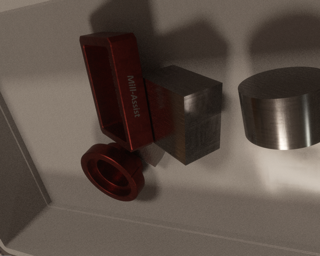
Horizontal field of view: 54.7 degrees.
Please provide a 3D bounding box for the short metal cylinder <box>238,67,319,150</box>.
[{"bbox_3d":[0.119,-0.021,0.297,0.080,0.080,0.050,-2,118,28],"label":"short metal cylinder"}]

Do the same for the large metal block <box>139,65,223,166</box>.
[{"bbox_3d":[0.022,-0.018,0.348,0.080,0.050,0.079,33,136,46],"label":"large metal block"}]

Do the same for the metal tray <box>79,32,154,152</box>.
[{"bbox_3d":[-0.052,-0.045,0.369,0.090,0.030,0.129,25,130,53],"label":"metal tray"}]

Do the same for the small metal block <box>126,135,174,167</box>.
[{"bbox_3d":[-0.015,0.018,0.426,0.050,0.025,0.050,30,128,8],"label":"small metal block"}]

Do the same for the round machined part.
[{"bbox_3d":[-0.064,0.060,0.460,0.098,0.042,0.097,20,136,20],"label":"round machined part"}]
